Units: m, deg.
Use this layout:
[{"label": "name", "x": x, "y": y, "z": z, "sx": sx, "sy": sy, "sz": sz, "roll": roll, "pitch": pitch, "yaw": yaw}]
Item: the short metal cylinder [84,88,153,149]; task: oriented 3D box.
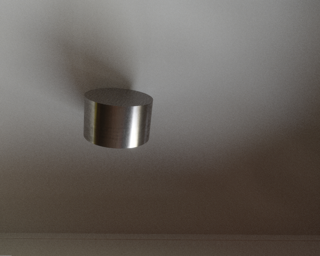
[{"label": "short metal cylinder", "x": -0.051, "y": -0.014, "z": 0.376, "sx": 0.081, "sy": 0.080, "sz": 0.050, "roll": 6, "pitch": 110, "yaw": -2}]
